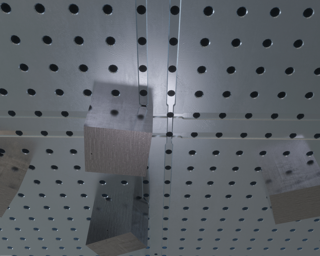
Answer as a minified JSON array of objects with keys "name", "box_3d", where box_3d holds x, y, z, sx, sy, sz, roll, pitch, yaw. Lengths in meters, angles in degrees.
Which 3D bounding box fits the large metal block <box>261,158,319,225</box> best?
[{"name":"large metal block","box_3d":[0.209,0.099,0.481,0.080,0.050,0.080,-15,129,12]}]

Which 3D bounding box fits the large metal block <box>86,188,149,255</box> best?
[{"name":"large metal block","box_3d":[-0.067,0.157,0.508,0.080,0.080,0.050,-21,127,17]}]

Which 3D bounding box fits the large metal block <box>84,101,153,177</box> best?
[{"name":"large metal block","box_3d":[-0.054,0.016,0.408,0.080,0.050,0.079,6,130,-5]}]

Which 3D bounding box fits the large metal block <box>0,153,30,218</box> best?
[{"name":"large metal block","box_3d":[-0.255,0.080,0.461,0.080,0.050,0.080,28,125,-22]}]
